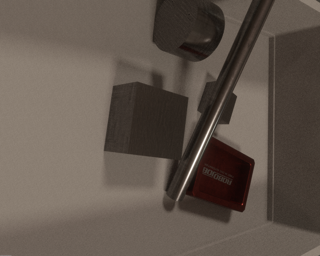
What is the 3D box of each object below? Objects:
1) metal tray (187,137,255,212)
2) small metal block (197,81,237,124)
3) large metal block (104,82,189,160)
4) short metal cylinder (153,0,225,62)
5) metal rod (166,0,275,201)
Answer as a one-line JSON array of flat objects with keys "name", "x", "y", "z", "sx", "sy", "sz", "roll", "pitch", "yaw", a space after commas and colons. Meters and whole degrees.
[{"name": "metal tray", "x": 0.093, "y": 0.073, "z": 0.484, "sx": 0.131, "sy": 0.030, "sz": 0.090, "roll": 27, "pitch": 73, "yaw": -37}, {"name": "small metal block", "x": 0.090, "y": -0.039, "z": 0.485, "sx": 0.050, "sy": 0.025, "sz": 0.050, "roll": 32, "pitch": 70, "yaw": -36}, {"name": "large metal block", "x": -0.016, "y": -0.006, "z": 0.379, "sx": 0.081, "sy": 0.050, "sz": 0.080, "roll": 12, "pitch": 83, "yaw": -40}, {"name": "short metal cylinder", "x": 0.036, "y": -0.132, "z": 0.403, "sx": 0.050, "sy": 0.080, "sz": 0.080, "roll": 9, "pitch": 84, "yaw": -40}, {"name": "metal rod", "x": 0.077, "y": -0.040, "z": 0.400, "sx": 0.025, "sy": 0.025, "sz": 0.298, "roll": 14, "pitch": 104, "yaw": -40}]
